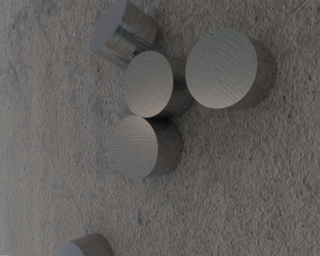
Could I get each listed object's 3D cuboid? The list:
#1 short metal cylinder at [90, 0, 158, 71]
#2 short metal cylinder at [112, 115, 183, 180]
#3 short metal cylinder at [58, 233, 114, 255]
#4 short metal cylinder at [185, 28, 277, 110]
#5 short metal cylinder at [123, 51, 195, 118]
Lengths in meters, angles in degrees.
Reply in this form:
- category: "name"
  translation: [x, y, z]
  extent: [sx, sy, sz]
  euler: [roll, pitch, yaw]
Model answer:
- category: "short metal cylinder"
  translation: [-0.048, -0.123, 0.409]
  extent: [0.080, 0.050, 0.080]
  euler: [-32, 44, 37]
- category: "short metal cylinder"
  translation: [-0.017, 0.024, 0.403]
  extent: [0.080, 0.050, 0.080]
  euler: [0, 91, 40]
- category: "short metal cylinder"
  translation: [-0.116, 0.212, 0.485]
  extent: [0.080, 0.050, 0.080]
  euler: [0, 90, 40]
- category: "short metal cylinder"
  translation: [0.074, -0.059, 0.327]
  extent: [0.080, 0.050, 0.080]
  euler: [0, 90, 40]
- category: "short metal cylinder"
  translation: [0.000, -0.052, 0.389]
  extent: [0.080, 0.050, 0.080]
  euler: [0, 90, 40]
